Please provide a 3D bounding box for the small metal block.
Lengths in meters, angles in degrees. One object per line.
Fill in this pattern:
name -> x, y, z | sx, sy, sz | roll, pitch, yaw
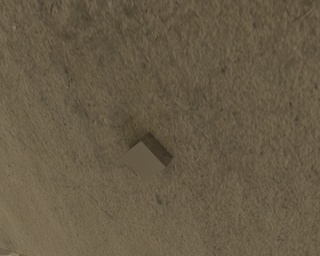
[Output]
small metal block -> -0.019, 0.042, 0.443 | 0.050, 0.025, 0.050 | 48, 129, -5
